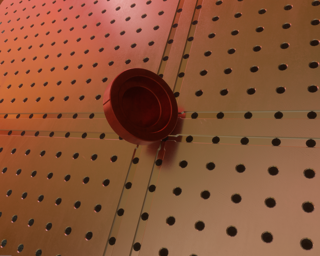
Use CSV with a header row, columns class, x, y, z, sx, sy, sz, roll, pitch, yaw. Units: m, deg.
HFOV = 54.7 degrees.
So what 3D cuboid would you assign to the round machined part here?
class,x,y,z,sx,sy,sz,roll,pitch,yaw
round machined part,-0.028,-0.025,0.401,0.042,0.099,0.098,-27,44,52
